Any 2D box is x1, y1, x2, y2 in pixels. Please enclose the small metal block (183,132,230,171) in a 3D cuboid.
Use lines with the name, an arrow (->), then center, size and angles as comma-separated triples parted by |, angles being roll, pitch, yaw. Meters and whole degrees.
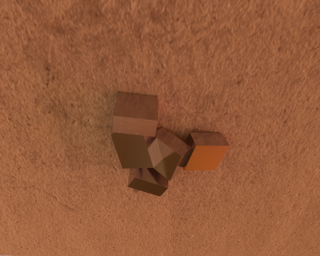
small metal block -> 0.060, 0.033, 0.429 | 0.050, 0.025, 0.050 | 1, 132, -22

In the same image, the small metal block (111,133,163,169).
small metal block -> -0.030, 0.025, 0.406 | 0.050, 0.025, 0.050 | -6, 109, 32

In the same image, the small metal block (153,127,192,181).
small metal block -> 0.008, 0.035, 0.421 | 0.050, 0.025, 0.050 | 36, 131, 19

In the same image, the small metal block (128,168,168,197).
small metal block -> -0.016, 0.064, 0.444 | 0.050, 0.050, 0.025 | 21, 132, -18

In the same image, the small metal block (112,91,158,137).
small metal block -> -0.029, -0.018, 0.375 | 0.050, 0.050, 0.025 | 6, 130, -6
